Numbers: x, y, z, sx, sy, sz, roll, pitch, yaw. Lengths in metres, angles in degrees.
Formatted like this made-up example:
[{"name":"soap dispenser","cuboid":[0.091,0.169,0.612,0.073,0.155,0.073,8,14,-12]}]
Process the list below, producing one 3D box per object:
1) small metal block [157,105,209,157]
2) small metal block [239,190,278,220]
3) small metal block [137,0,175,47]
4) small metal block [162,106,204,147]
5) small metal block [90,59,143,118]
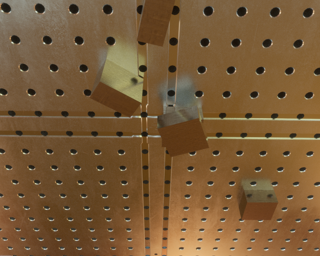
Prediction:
[{"name":"small metal block","cuboid":[0.029,0.005,0.383,0.050,0.025,0.050,-15,128,12]},{"name":"small metal block","cuboid":[0.165,0.131,0.524,0.050,0.025,0.050,0,130,-1]},{"name":"small metal block","cuboid":[-0.004,-0.114,0.298,0.025,0.050,0.050,11,129,-9]},{"name":"small metal block","cuboid":[0.029,-0.001,0.411,0.050,0.025,0.050,2,130,-2]},{"name":"small metal block","cuboid":[-0.048,-0.046,0.356,0.050,0.050,0.025,27,125,-21]}]
